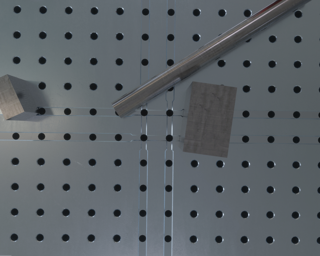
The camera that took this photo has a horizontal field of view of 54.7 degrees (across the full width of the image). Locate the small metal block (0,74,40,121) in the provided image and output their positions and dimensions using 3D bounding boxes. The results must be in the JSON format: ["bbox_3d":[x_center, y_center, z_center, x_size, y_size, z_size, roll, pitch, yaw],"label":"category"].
[{"bbox_3d":[-0.186,-0.037,0.399,0.025,0.050,0.050,-25,90,0],"label":"small metal block"}]

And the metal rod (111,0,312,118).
[{"bbox_3d":[0.070,-0.103,0.413,0.301,0.025,0.025,-32,90,0],"label":"metal rod"}]

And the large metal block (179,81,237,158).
[{"bbox_3d":[0.056,-0.010,0.386,0.050,0.080,0.080,8,90,0],"label":"large metal block"}]
